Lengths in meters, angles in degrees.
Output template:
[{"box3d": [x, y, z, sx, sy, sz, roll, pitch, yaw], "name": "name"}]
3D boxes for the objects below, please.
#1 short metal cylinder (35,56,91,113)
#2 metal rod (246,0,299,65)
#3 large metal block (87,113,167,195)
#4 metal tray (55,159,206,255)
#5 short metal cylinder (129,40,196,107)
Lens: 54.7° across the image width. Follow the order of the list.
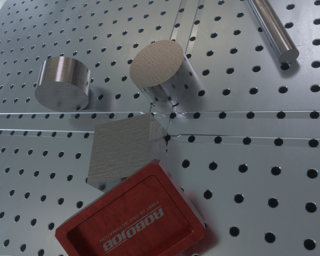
[{"box3d": [-0.153, -0.068, 0.495, 0.080, 0.080, 0.050, -15, 56, 20], "name": "short metal cylinder"}, {"box3d": [0.136, -0.208, 0.464, 0.025, 0.025, 0.299, -21, 54, 16], "name": "metal rod"}, {"box3d": [-0.039, 0.035, 0.391, 0.080, 0.050, 0.080, -12, 57, 21], "name": "large metal block"}, {"box3d": [-0.030, 0.105, 0.324, 0.130, 0.030, 0.090, -35, 90, 4], "name": "metal tray"}, {"box3d": [0.005, -0.077, 0.437, 0.080, 0.050, 0.080, -13, 56, 21], "name": "short metal cylinder"}]
